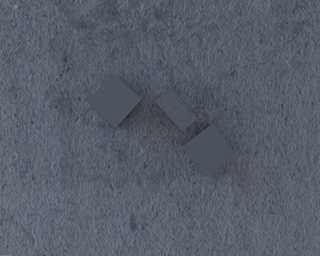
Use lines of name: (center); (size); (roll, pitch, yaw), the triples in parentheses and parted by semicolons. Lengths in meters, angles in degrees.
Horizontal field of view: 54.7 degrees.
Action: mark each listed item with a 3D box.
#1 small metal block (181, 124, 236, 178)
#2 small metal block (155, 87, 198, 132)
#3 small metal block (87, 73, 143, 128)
small metal block: (0.063, 0.029, 0.410); (0.050, 0.025, 0.050); (-37, 90, 0)
small metal block: (0.020, -0.022, 0.397); (0.025, 0.050, 0.050); (-42, 90, 0)
small metal block: (-0.059, -0.035, 0.409); (0.050, 0.025, 0.050); (42, 90, 0)
